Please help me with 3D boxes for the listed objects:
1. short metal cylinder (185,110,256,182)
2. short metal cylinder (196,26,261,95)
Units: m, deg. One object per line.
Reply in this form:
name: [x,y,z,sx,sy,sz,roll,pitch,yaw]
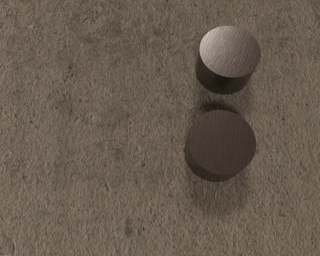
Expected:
short metal cylinder: [0.073,0.024,0.387,0.081,0.050,0.080,0,70,0]
short metal cylinder: [0.092,-0.093,0.430,0.081,0.050,0.080,0,70,0]
